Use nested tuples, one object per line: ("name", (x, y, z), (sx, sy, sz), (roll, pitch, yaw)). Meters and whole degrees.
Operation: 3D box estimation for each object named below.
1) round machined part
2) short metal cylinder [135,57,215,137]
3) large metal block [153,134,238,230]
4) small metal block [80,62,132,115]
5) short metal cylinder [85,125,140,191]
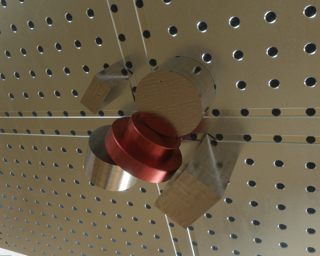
("round machined part", (-0.014, 0.017, 0.381), (0.098, 0.098, 0.042), (35, 117, 4))
("short metal cylinder", (0.018, -0.037, 0.361), (0.080, 0.050, 0.079), (13, 124, 20))
("large metal block", (0.046, 0.067, 0.392), (0.050, 0.080, 0.080), (37, 129, 3))
("small metal block", (-0.069, -0.051, 0.398), (0.025, 0.050, 0.050), (41, 129, 0))
("short metal cylinder", (-0.061, 0.040, 0.431), (0.080, 0.080, 0.050), (27, 128, 10))
